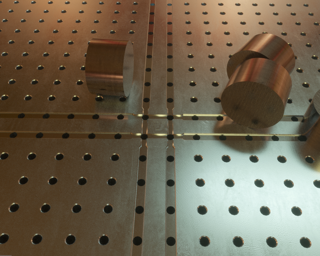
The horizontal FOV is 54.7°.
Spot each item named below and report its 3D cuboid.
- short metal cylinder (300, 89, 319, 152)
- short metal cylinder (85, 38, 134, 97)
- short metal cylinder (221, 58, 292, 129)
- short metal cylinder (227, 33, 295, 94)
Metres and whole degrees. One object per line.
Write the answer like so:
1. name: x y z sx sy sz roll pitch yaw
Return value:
1. short metal cylinder: 0.231 -0.009 0.401 0.081 0.050 0.080 0 50 0
2. short metal cylinder: -0.070 -0.086 0.444 0.050 0.080 0.080 5 50 4
3. short metal cylinder: 0.128 -0.045 0.410 0.080 0.080 0.050 20 53 16
4. short metal cylinder: 0.145 -0.088 0.447 0.080 0.080 0.050 31 57 23
